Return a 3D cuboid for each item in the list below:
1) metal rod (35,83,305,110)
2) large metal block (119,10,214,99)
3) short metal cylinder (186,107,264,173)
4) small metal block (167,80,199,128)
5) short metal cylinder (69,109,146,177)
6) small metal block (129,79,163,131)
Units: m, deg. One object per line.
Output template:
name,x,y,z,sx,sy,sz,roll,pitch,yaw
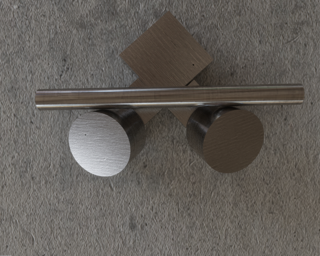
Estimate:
metal rod,0.012,-0.036,0.359,0.302,0.025,0.025,-1,90,0
large metal block,0.008,-0.085,0.397,0.080,0.050,0.080,-42,90,0
short metal cylinder,0.080,0.009,0.385,0.081,0.050,0.079,-6,110,-17
small metal block,0.043,-0.027,0.411,0.050,0.025,0.050,-43,90,0
short metal cylinder,-0.064,0.013,0.384,0.080,0.050,0.079,5,108,17
small metal block,-0.029,-0.029,0.411,0.050,0.025,0.050,-43,90,-1
